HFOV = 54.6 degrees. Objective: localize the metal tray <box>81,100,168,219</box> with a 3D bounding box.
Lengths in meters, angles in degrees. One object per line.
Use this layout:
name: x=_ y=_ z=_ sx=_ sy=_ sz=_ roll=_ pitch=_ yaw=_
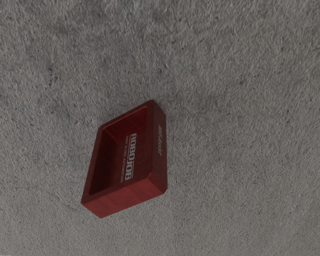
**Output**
metal tray: x=-0.038 y=0.031 z=0.364 sx=0.090 sy=0.130 sz=0.030 roll=-26 pitch=126 yaw=20
